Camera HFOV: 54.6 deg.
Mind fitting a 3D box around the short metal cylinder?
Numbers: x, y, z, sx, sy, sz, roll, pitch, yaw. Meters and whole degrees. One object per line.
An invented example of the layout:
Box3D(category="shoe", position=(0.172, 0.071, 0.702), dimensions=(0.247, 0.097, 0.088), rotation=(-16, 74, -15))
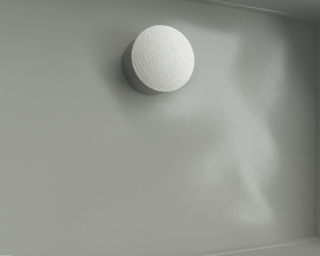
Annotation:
Box3D(category="short metal cylinder", position=(-0.004, -0.084, 0.396), dimensions=(0.081, 0.050, 0.080), rotation=(0, 90, -20))
